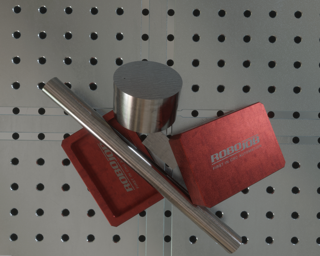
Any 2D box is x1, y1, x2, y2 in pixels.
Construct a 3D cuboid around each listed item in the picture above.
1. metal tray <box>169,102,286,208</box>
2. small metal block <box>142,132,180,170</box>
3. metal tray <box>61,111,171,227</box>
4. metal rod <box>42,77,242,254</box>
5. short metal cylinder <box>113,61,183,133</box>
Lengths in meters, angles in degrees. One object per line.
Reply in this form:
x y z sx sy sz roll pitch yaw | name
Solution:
0.086 0.030 0.382 0.131 0.030 0.090 -21 90 -25 | metal tray
0.005 0.025 0.396 0.050 0.050 0.025 41 90 0 | small metal block
-0.055 0.050 0.406 0.090 0.030 0.130 -32 90 0 | metal tray
-0.021 0.046 0.379 0.300 0.025 0.025 41 90 -1 | metal rod
-0.016 -0.039 0.376 0.080 0.080 0.050 8 132 0 | short metal cylinder
